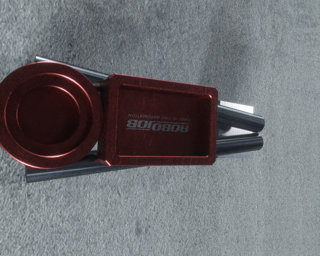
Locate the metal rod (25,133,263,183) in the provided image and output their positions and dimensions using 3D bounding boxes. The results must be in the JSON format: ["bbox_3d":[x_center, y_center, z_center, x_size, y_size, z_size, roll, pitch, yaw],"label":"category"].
[{"bbox_3d":[0.004,0.030,0.370,0.303,0.025,0.025,-5,93,-28],"label":"metal rod"}]

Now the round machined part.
[{"bbox_3d":[-0.108,-0.012,0.298,0.099,0.042,0.097,0,90,-30],"label":"round machined part"}]

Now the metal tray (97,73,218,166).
[{"bbox_3d":[0.001,-0.005,0.338,0.131,0.030,0.089,3,88,-28],"label":"metal tray"}]

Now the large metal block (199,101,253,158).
[{"bbox_3d":[0.096,0.004,0.471,0.081,0.050,0.080,5,87,-40],"label":"large metal block"}]

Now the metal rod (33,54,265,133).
[{"bbox_3d":[0.008,-0.033,0.372,0.302,0.025,0.025,12,82,-27],"label":"metal rod"}]
